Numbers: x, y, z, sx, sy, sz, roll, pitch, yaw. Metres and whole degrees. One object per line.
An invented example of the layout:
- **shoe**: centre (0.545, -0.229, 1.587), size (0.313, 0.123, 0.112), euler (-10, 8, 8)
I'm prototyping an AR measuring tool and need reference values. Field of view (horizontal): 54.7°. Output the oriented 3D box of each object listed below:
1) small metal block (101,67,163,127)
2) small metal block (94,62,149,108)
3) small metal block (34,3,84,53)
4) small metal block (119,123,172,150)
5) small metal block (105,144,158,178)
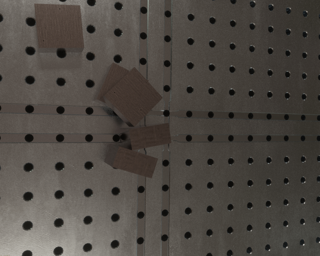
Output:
- **small metal block**: centre (-0.034, -0.037, 0.374), size (0.050, 0.025, 0.050), euler (47, 75, -15)
- **small metal block**: centre (-0.050, -0.048, 0.395), size (0.050, 0.025, 0.050), euler (25, 82, -19)
- **small metal block**: centre (-0.120, -0.118, 0.369), size (0.050, 0.025, 0.050), euler (-6, 92, -20)
- **small metal block**: centre (-0.020, 0.010, 0.393), size (0.050, 0.050, 0.025), euler (-9, 94, -20)
- **small metal block**: centre (-0.037, 0.040, 0.387), size (0.050, 0.050, 0.025), euler (20, 84, -19)
